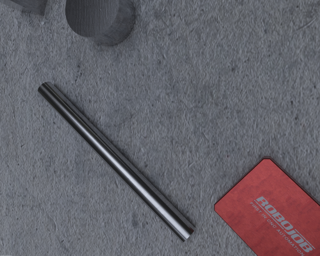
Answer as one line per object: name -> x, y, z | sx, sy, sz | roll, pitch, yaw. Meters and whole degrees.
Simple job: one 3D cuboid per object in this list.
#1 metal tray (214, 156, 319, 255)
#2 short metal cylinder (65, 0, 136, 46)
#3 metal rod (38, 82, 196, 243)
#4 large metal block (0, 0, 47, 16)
metal tray -> 0.140, 0.108, 0.357 | 0.130, 0.030, 0.090 | 46, 104, 14
short metal cylinder -> -0.080, -0.158, 0.424 | 0.080, 0.050, 0.080 | 0, 90, 20
metal rod -> -0.069, 0.038, 0.433 | 0.300, 0.025, 0.025 | 43, 103, 14
large metal block -> -0.209, -0.221, 0.453 | 0.050, 0.080, 0.080 | 18, 96, 19
